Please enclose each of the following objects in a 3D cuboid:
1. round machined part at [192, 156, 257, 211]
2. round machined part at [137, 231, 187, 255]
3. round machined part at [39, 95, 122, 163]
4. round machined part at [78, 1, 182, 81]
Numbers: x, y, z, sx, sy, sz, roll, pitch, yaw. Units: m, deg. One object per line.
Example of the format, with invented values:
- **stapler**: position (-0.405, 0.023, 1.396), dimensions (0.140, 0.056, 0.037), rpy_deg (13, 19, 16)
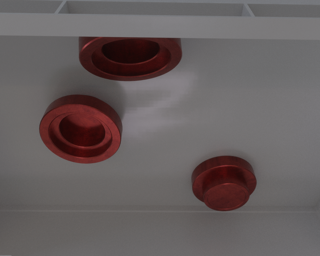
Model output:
- **round machined part**: position (0.099, 0.091, 0.477), dimensions (0.099, 0.042, 0.097), rpy_deg (0, 130, 0)
- **round machined part**: position (0.004, 0.238, 0.603), dimensions (0.099, 0.042, 0.097), rpy_deg (0, 130, 0)
- **round machined part**: position (-0.097, -0.003, 0.394), dimensions (0.099, 0.042, 0.097), rpy_deg (0, 130, 0)
- **round machined part**: position (-0.029, -0.086, 0.305), dimensions (0.099, 0.042, 0.098), rpy_deg (-5, 165, -1)
